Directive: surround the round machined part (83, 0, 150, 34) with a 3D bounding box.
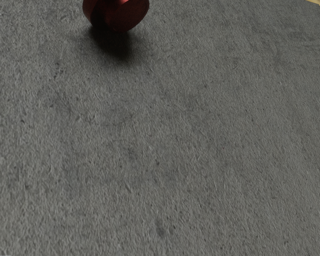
[{"bbox_3d":[-0.054,-0.171,0.432,0.099,0.097,0.042,-29,78,-37],"label":"round machined part"}]
